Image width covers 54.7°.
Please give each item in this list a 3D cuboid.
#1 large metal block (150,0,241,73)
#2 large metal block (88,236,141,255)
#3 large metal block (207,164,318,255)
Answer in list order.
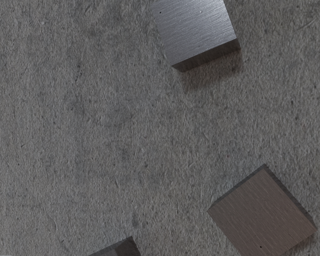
[{"bbox_3d":[0.045,-0.124,0.380,0.080,0.050,0.080,-20,84,19],"label":"large metal block"},{"bbox_3d":[-0.064,0.206,0.418,0.080,0.050,0.080,-30,80,17],"label":"large metal block"},{"bbox_3d":[0.115,0.099,0.355,0.080,0.050,0.080,-42,77,15],"label":"large metal block"}]
